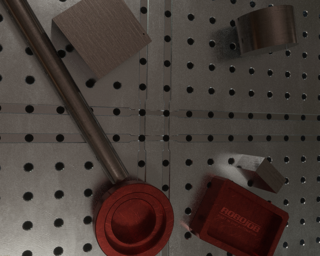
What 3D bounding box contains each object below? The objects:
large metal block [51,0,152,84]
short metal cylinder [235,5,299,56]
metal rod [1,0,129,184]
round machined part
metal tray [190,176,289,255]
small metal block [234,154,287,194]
[{"bbox_3d":[-0.071,-0.111,0.374,0.080,0.050,0.080,-40,103,-16],"label":"large metal block"},{"bbox_3d":[0.151,-0.136,0.441,0.081,0.080,0.050,-11,94,-20],"label":"short metal cylinder"},{"bbox_3d":[-0.121,-0.064,0.368,0.025,0.025,0.299,-32,101,-17],"label":"metal rod"},{"bbox_3d":[-0.036,0.115,0.391,0.099,0.042,0.097,0,91,-21],"label":"round machined part"},{"bbox_3d":[0.119,0.139,0.455,0.131,0.030,0.090,31,80,-18],"label":"metal tray"},{"bbox_3d":[0.147,0.067,0.455,0.050,0.050,0.025,44,76,-15],"label":"small metal block"}]
